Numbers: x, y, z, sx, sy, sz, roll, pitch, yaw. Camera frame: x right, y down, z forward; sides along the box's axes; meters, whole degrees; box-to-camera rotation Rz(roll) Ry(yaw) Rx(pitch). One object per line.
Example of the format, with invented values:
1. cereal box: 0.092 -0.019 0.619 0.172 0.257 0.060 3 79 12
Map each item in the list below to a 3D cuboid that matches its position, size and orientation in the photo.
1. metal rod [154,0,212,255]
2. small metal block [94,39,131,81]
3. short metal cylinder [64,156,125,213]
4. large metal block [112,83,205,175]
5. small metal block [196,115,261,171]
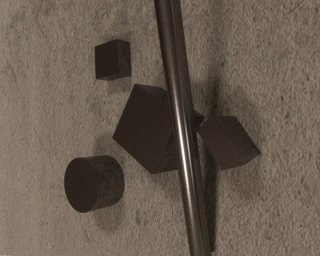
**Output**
1. metal rod: 0.026 0.009 0.329 0.025 0.025 0.298 3 108 39
2. small metal block: -0.071 -0.100 0.461 0.050 0.025 0.050 -4 87 39
3. short metal cylinder: -0.100 0.083 0.469 0.080 0.050 0.079 0 90 39
4. large metal block: -0.004 0.000 0.390 0.080 0.050 0.079 38 113 33
5. small metal block: 0.073 0.014 0.327 0.025 0.050 0.050 -43 64 31
